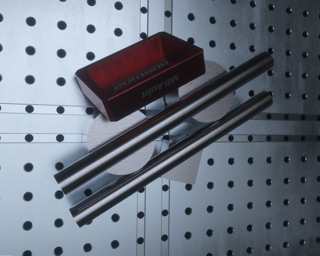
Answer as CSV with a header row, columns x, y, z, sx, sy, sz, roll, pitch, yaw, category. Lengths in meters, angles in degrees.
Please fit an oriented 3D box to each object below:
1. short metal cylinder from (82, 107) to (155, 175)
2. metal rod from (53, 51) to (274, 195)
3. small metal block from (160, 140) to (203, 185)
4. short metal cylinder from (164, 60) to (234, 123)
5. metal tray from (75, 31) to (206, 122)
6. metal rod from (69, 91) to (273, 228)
x,y,z,sx,sy,sz,roll,pitch,yaw,category
-0.052,0.014,0.381,0.081,0.050,0.079,0,90,-21,short metal cylinder
0.019,-0.016,0.366,0.302,0.025,0.025,-31,101,-18,metal rod
0.026,0.047,0.422,0.050,0.025,0.050,16,85,-20,small metal block
0.052,-0.047,0.420,0.081,0.050,0.079,0,90,-21,short metal cylinder
-0.023,-0.067,0.369,0.131,0.090,0.030,-30,132,-18,metal tray
0.028,0.030,0.396,0.302,0.025,0.025,-30,100,-18,metal rod
